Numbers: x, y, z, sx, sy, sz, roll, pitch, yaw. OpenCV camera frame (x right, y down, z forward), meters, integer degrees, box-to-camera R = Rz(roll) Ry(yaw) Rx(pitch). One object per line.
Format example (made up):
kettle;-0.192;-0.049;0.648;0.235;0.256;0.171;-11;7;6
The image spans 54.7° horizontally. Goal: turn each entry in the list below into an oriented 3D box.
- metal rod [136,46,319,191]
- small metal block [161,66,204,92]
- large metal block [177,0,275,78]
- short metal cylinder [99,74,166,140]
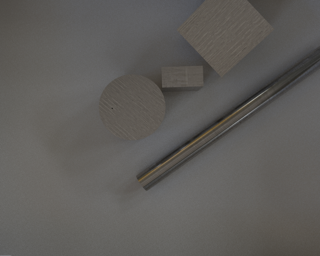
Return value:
metal rod;0.099;-0.013;0.412;0.301;0.025;0.025;-35;90;-1
small metal block;0.027;-0.062;0.399;0.050;0.050;0.025;-2;90;-1
large metal block;0.081;-0.121;0.390;0.080;0.050;0.080;-43;91;15
short metal cylinder;-0.034;-0.025;0.398;0.081;0.050;0.079;0;90;-1
